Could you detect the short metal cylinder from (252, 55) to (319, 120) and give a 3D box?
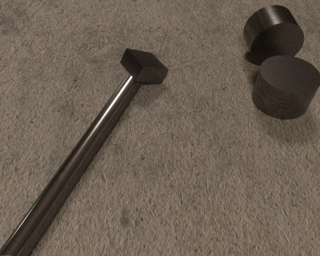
[{"bbox_3d":[0.177,-0.058,0.438,0.081,0.050,0.080,0,50,0],"label":"short metal cylinder"}]

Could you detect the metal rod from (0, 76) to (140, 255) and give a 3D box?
[{"bbox_3d":[-0.098,0.039,0.369,0.025,0.025,0.301,17,52,14],"label":"metal rod"}]

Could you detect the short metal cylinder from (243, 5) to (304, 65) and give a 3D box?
[{"bbox_3d":[0.179,-0.145,0.492,0.081,0.080,0.050,-2,50,-2],"label":"short metal cylinder"}]

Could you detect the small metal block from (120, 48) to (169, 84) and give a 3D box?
[{"bbox_3d":[-0.024,-0.093,0.467,0.050,0.025,0.050,-2,42,-43],"label":"small metal block"}]
